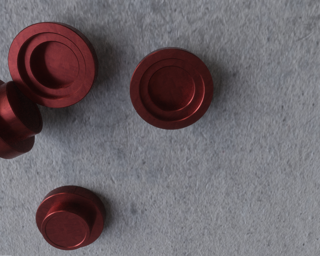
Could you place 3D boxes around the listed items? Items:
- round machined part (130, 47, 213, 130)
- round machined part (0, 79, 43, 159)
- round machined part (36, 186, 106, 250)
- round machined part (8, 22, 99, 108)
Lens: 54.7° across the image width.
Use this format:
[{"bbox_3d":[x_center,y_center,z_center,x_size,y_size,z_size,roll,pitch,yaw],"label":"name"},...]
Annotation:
[{"bbox_3d":[0.013,-0.050,0.382,0.099,0.042,0.097,0,110,-1],"label":"round machined part"},{"bbox_3d":[-0.175,-0.016,0.363,0.042,0.098,0.098,-24,109,3],"label":"round machined part"},{"bbox_3d":[-0.131,0.136,0.449,0.099,0.042,0.097,0,110,-1],"label":"round machined part"},{"bbox_3d":[-0.123,-0.076,0.371,0.099,0.042,0.097,0,110,-1],"label":"round machined part"}]
